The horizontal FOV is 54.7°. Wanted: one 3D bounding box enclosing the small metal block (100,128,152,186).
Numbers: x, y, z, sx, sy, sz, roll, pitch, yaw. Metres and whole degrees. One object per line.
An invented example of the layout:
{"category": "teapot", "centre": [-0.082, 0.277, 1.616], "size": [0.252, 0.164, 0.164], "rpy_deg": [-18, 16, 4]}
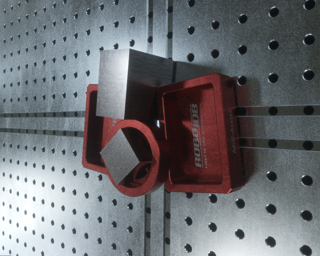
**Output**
{"category": "small metal block", "centre": [-0.042, 0.035, 0.384], "size": [0.050, 0.025, 0.050], "rpy_deg": [-47, 62, 30]}

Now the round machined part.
{"category": "round machined part", "centre": [-0.024, 0.036, 0.401], "size": [0.098, 0.042, 0.097], "rpy_deg": [0, 90, 40]}

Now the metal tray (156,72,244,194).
{"category": "metal tray", "centre": [0.044, 0.009, 0.364], "size": [0.090, 0.030, 0.129], "rpy_deg": [-8, 85, 39]}

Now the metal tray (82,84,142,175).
{"category": "metal tray", "centre": [-0.073, 0.002, 0.461], "size": [0.090, 0.030, 0.129], "rpy_deg": [8, 95, 39]}

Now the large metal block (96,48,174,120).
{"category": "large metal block", "centre": [-0.031, -0.052, 0.394], "size": [0.050, 0.081, 0.079], "rpy_deg": [8, 95, 40]}
